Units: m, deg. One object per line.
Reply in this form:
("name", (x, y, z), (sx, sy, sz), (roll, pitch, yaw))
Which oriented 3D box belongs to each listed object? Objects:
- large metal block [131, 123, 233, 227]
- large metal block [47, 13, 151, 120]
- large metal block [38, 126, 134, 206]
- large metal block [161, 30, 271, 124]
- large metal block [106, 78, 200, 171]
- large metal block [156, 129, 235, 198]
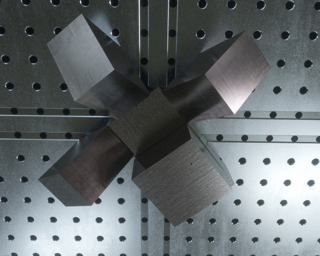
("large metal block", (0.025, 0.055, 0.366), (0.080, 0.050, 0.080), (-36, 107, 11))
("large metal block", (-0.065, -0.064, 0.344), (0.050, 0.080, 0.080), (-36, 67, 12))
("large metal block", (-0.093, 0.049, 0.385), (0.050, 0.080, 0.080), (51, 144, -15))
("large metal block", (0.062, -0.054, 0.348), (0.050, 0.080, 0.080), (50, 63, -16))
("large metal block", (-0.008, -0.004, 0.398), (0.080, 0.050, 0.080), (-36, 106, 12))
("large metal block", (0.041, 0.057, 0.420), (0.080, 0.050, 0.080), (-35, 105, 11))
